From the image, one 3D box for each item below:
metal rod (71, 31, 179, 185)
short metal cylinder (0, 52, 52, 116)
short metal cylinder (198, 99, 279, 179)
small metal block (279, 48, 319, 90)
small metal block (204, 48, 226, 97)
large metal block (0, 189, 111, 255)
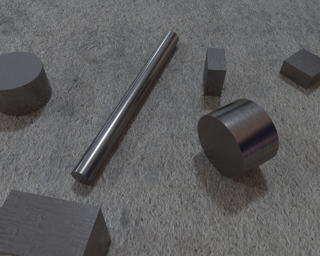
[{"bbox_3d":[-0.035,-0.049,0.443,0.025,0.025,0.301,17,52,13],"label":"metal rod"},{"bbox_3d":[-0.201,-0.063,0.437,0.081,0.050,0.080,0,50,0],"label":"short metal cylinder"},{"bbox_3d":[0.088,0.012,0.359,0.050,0.080,0.080,-25,55,-20],"label":"short metal cylinder"},{"bbox_3d":[0.227,-0.093,0.485,0.050,0.025,0.050,-32,57,-24],"label":"small metal block"},{"bbox_3d":[0.080,-0.082,0.457,0.025,0.050,0.050,4,50,3],"label":"small metal block"},{"bbox_3d":[-0.095,0.104,0.279,0.080,0.080,0.050,9,51,7],"label":"large metal block"}]
